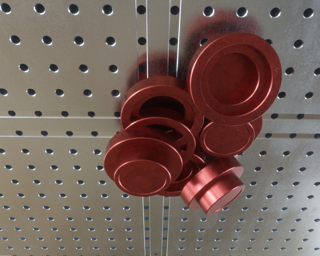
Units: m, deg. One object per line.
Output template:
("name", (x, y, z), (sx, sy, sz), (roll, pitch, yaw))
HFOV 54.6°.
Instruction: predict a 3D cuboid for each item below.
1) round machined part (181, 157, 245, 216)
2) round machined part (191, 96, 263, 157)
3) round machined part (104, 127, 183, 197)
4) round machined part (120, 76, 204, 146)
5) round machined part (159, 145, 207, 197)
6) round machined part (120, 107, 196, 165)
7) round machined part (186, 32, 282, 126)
("round machined part", (0.082, 0.087, 0.443), (0.099, 0.042, 0.098), (-27, 150, -17))
("round machined part", (0.083, 0.000, 0.401), (0.099, 0.042, 0.097), (0, 130, 0))
("round machined part", (-0.021, 0.049, 0.386), (0.099, 0.042, 0.097), (0, 130, 0))
("round machined part", (0.003, -0.023, 0.381), (0.099, 0.042, 0.097), (0, 130, 0))
("round machined part", (0.017, 0.052, 0.444), (0.099, 0.042, 0.097), (0, 130, 0))
("round machined part", (-0.004, 0.011, 0.409), (0.099, 0.042, 0.097), (0, 130, 0))
("round machined part", (0.077, -0.054, 0.340), (0.099, 0.042, 0.097), (-2, 109, -6))
